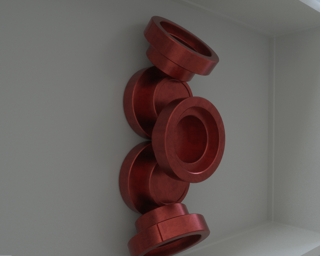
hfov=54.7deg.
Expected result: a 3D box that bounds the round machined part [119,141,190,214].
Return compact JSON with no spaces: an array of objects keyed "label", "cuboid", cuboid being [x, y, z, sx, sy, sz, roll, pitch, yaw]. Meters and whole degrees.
[{"label":"round machined part","cuboid":[0.001,0.065,0.395,0.099,0.042,0.097,0,90,-40]}]

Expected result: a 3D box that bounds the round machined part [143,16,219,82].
[{"label":"round machined part","cuboid":[0.022,-0.095,0.390,0.099,0.098,0.042,9,127,-40]}]

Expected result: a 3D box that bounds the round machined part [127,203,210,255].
[{"label":"round machined part","cuboid":[0.008,0.126,0.379,0.099,0.098,0.042,8,47,-40]}]

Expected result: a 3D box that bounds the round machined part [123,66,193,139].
[{"label":"round machined part","cuboid":[0.005,-0.032,0.399,0.099,0.042,0.097,0,90,-40]}]

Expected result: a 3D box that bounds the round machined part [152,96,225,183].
[{"label":"round machined part","cuboid":[0.029,0.013,0.364,0.099,0.042,0.097,0,90,-40]}]
